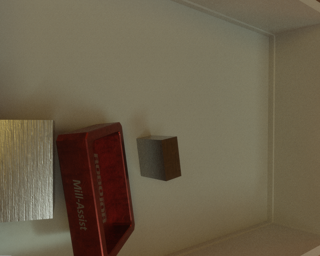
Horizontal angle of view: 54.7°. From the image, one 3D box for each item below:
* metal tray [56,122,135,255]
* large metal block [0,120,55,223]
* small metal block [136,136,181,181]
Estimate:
[{"bbox_3d":[-0.061,0.063,0.322,0.090,0.030,0.129,-29,113,-75],"label":"metal tray"},{"bbox_3d":[-0.132,0.033,0.262,0.081,0.050,0.079,0,90,-17],"label":"large metal block"},{"bbox_3d":[-0.002,0.036,0.391,0.025,0.050,0.050,-11,98,-40],"label":"small metal block"}]
